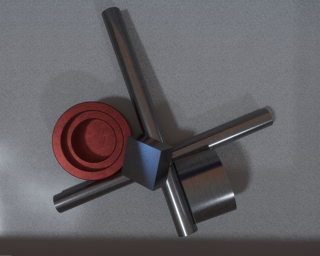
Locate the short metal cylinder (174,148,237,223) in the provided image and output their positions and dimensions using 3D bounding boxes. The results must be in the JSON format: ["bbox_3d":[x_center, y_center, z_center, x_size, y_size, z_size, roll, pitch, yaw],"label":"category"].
[{"bbox_3d":[0.054,0.071,0.383,0.050,0.080,0.080,-20,90,0],"label":"short metal cylinder"}]

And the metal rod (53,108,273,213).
[{"bbox_3d":[0.005,0.043,0.410,0.301,0.025,0.025,-23,90,-1],"label":"metal rod"}]

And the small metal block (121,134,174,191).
[{"bbox_3d":[-0.016,0.039,0.369,0.050,0.025,0.050,21,109,32],"label":"small metal block"}]

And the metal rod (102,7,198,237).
[{"bbox_3d":[-0.015,-0.013,0.392,0.025,0.025,0.299,-19,83,0],"label":"metal rod"}]

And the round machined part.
[{"bbox_3d":[-0.084,0.016,0.401,0.099,0.042,0.097,0,90,-1],"label":"round machined part"}]
